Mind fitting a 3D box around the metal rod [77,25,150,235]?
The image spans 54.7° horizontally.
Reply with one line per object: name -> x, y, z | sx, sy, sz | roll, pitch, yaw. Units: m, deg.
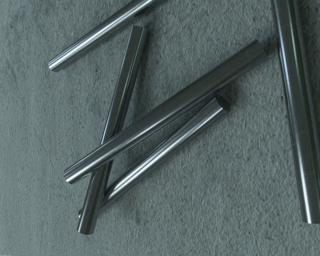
metal rod -> -0.068, 0.006, 0.438 | 0.025, 0.025, 0.298 | 20, 96, 38

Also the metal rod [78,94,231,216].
metal rod -> -0.025, 0.056, 0.423 | 0.299, 0.025, 0.025 | -41, 65, 31

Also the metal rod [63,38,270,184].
metal rod -> -0.010, -0.007, 0.376 | 0.300, 0.025, 0.025 | -33, 69, 23

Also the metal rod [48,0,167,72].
metal rod -> -0.078, -0.150, 0.466 | 0.300, 0.025, 0.025 | -19, 78, 38

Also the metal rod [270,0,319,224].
metal rod -> 0.128, -0.063, 0.298 | 0.025, 0.025, 0.298 | -10, 84, 39
